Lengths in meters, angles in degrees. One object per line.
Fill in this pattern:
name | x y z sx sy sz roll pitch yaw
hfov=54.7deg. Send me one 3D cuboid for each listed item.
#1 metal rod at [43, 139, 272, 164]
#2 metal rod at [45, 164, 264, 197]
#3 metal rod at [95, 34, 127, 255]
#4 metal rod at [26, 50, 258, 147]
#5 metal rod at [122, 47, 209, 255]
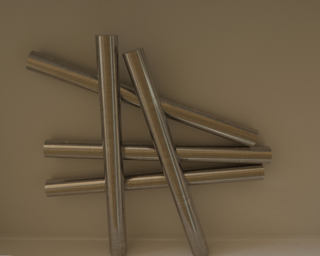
metal rod | -0.002 0.032 0.421 0.302 0.025 0.025 2 110 -1
metal rod | -0.008 0.073 0.437 0.302 0.025 0.025 -5 110 1
metal rod | -0.060 0.037 0.395 0.025 0.025 0.298 0 110 -1
metal rod | -0.016 -0.034 0.396 0.302 0.025 0.025 19 109 -8
metal rod | 0.014 0.046 0.400 0.025 0.025 0.298 -17 110 6
